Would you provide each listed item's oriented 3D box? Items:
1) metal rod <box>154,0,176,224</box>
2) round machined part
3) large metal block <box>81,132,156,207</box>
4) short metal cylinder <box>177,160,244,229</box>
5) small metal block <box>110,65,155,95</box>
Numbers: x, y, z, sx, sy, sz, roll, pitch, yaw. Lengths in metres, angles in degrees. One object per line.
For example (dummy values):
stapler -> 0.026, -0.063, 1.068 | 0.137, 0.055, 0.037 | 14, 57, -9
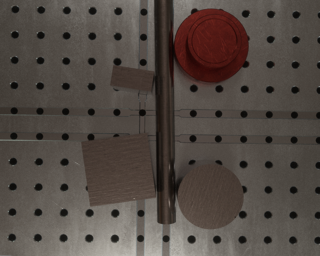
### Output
metal rod -> 0.007, -0.024, 0.413 | 0.025, 0.025, 0.298 | -1, 90, -1
round machined part -> 0.068, -0.109, 0.406 | 0.099, 0.042, 0.097 | 0, 90, -1
large metal block -> -0.050, 0.051, 0.400 | 0.081, 0.050, 0.080 | -8, 90, -1
short metal cylinder -> 0.062, 0.084, 0.402 | 0.081, 0.050, 0.079 | 0, 90, -1
small metal block -> -0.034, -0.060, 0.400 | 0.050, 0.050, 0.025 | 9, 90, 0
